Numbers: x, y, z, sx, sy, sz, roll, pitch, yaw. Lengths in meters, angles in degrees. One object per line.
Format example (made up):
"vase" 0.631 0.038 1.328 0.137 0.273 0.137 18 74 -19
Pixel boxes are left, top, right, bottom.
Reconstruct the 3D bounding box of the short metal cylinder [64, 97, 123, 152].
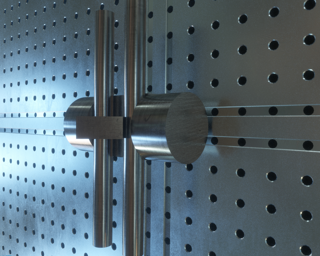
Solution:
"short metal cylinder" -0.088 -0.005 0.441 0.050 0.081 0.079 2 91 40

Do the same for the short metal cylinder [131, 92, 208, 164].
"short metal cylinder" 0.013 0.000 0.358 0.050 0.081 0.079 1 91 41

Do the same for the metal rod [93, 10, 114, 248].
"metal rod" -0.073 0.001 0.400 0.025 0.025 0.298 1 91 40

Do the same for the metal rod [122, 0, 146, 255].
"metal rod" -0.030 0.000 0.365 0.025 0.025 0.298 1 91 40

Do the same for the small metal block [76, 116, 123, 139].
"small metal block" -0.068 -0.001 0.363 0.050 0.050 0.025 -171 81 -84

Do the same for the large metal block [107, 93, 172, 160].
"large metal block" -0.028 -0.002 0.411 0.080 0.050 0.079 1 91 40
